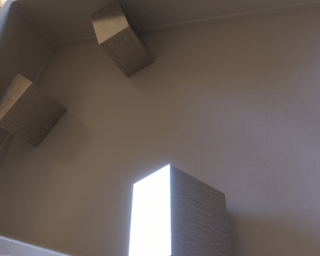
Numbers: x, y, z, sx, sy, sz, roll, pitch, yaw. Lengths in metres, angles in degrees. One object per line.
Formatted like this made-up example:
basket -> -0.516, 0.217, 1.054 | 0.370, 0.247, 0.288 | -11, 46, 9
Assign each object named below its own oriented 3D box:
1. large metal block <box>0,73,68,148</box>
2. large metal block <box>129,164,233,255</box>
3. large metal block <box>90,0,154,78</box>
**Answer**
large metal block -> -0.214, -0.027, 0.499 | 0.050, 0.080, 0.080 | 28, 77, 37
large metal block -> 0.020, 0.092, 0.288 | 0.050, 0.080, 0.080 | -34, 39, 34
large metal block -> -0.059, -0.140, 0.488 | 0.050, 0.080, 0.080 | -29, 52, 10
